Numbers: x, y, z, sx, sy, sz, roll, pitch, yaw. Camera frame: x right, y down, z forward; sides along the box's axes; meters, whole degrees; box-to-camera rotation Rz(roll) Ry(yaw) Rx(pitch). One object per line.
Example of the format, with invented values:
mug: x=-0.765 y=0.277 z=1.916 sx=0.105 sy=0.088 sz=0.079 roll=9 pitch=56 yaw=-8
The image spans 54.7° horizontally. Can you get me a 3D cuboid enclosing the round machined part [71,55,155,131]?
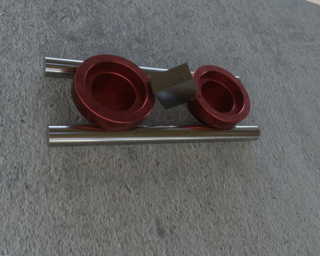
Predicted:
round machined part: x=-0.059 y=-0.039 z=0.380 sx=0.099 sy=0.042 sz=0.098 roll=14 pitch=56 yaw=-21

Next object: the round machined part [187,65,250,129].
round machined part: x=0.079 y=-0.041 z=0.455 sx=0.099 sy=0.042 sz=0.098 roll=14 pitch=56 yaw=-21

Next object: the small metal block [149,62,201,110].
small metal block: x=0.020 y=-0.052 z=0.398 sx=0.050 sy=0.050 sz=0.025 roll=-20 pitch=64 yaw=11

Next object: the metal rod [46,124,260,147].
metal rod: x=0.012 y=0.008 z=0.406 sx=0.303 sy=0.025 sz=0.025 roll=0 pitch=62 yaw=-28

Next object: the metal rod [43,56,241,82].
metal rod: x=-0.007 y=-0.075 z=0.446 sx=0.303 sy=0.025 sz=0.025 roll=0 pitch=62 yaw=-28
